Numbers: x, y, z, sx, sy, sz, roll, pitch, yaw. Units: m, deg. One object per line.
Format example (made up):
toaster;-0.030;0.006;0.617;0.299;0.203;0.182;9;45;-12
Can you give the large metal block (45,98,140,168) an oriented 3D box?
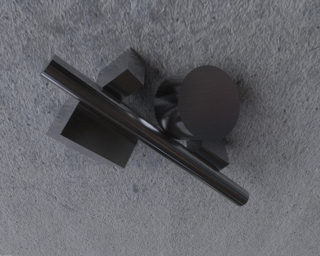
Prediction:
large metal block;-0.081;0.005;0.372;0.080;0.050;0.080;33;163;-26

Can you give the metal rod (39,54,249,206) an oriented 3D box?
metal rod;0.003;0.018;0.359;0.301;0.025;0.025;36;121;-27

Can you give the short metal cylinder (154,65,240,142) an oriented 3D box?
short metal cylinder;0.041;-0.025;0.344;0.080;0.080;0.050;32;164;-24

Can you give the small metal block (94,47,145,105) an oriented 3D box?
small metal block;-0.044;-0.056;0.345;0.050;0.050;0.025;-31;124;23

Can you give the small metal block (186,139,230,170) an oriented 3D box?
small metal block;0.062;0.025;0.411;0.050;0.050;0.025;33;122;-25
